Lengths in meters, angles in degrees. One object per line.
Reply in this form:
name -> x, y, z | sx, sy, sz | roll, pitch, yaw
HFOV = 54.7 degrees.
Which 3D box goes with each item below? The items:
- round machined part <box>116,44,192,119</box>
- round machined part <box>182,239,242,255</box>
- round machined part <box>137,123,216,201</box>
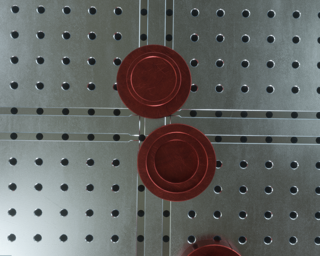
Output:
round machined part -> -0.008, -0.061, 0.405 | 0.099, 0.042, 0.097 | 0, 90, -1
round machined part -> 0.071, 0.202, 0.406 | 0.099, 0.042, 0.097 | 0, 90, -1
round machined part -> 0.021, 0.043, 0.405 | 0.099, 0.042, 0.097 | 0, 90, -1
